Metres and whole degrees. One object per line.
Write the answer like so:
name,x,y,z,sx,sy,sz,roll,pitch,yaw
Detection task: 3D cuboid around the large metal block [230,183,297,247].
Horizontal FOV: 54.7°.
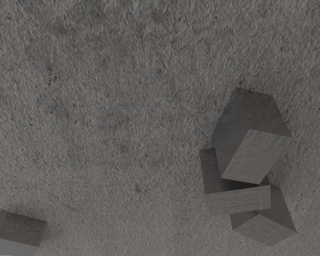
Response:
large metal block,0.152,0.124,0.478,0.080,0.080,0.050,29,124,-23

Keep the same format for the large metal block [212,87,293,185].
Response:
large metal block,0.107,0.009,0.380,0.050,0.080,0.079,11,129,-9

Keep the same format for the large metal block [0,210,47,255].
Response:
large metal block,-0.261,0.201,0.559,0.080,0.050,0.080,21,127,-17

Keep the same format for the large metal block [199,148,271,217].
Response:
large metal block,0.102,0.069,0.431,0.080,0.080,0.050,-10,129,8
